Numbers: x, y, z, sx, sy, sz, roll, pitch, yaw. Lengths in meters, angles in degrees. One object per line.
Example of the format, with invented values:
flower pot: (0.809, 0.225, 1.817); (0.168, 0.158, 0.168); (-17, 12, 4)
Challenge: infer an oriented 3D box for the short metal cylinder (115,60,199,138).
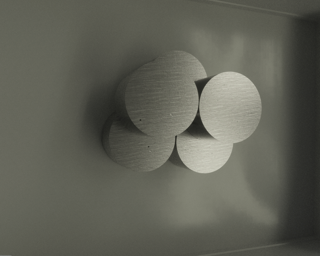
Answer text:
short metal cylinder: (-0.005, -0.030, 0.340); (0.081, 0.050, 0.080); (0, 90, -20)

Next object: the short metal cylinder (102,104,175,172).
short metal cylinder: (-0.028, 0.012, 0.385); (0.081, 0.050, 0.080); (0, 90, -20)

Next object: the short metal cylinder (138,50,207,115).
short metal cylinder: (0.014, -0.055, 0.401); (0.081, 0.050, 0.080); (0, 90, -20)

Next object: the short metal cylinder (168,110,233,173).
short metal cylinder: (0.049, 0.017, 0.413); (0.081, 0.050, 0.080); (0, 90, -20)

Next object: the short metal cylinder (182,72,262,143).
short metal cylinder: (0.071, -0.023, 0.367); (0.081, 0.050, 0.080); (0, 90, -20)
